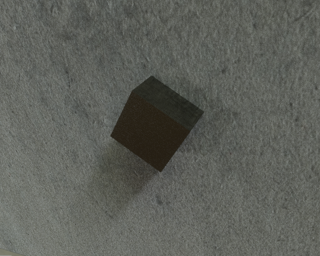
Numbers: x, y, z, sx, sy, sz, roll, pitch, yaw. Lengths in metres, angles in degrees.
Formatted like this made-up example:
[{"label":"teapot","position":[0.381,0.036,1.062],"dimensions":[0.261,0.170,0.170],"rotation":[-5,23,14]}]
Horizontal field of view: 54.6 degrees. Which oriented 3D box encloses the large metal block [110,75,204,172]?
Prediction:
[{"label":"large metal block","position":[-0.005,-0.005,0.391],"dimensions":[0.080,0.050,0.080],"rotation":[35,129,5]}]
